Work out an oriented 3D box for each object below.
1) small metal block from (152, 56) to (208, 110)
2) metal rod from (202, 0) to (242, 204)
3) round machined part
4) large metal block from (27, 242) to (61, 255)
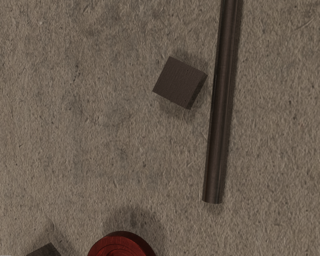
[{"bbox_3d":[0.026,-0.058,0.399,0.050,0.025,0.050,29,99,17],"label":"small metal block"},{"bbox_3d":[0.078,-0.058,0.380,0.025,0.025,0.298,6,92,19],"label":"metal rod"},{"bbox_3d":[-0.046,0.186,0.415,0.098,0.042,0.097,0,90,19],"label":"round machined part"},{"bbox_3d":[-0.177,0.233,0.456,0.080,0.050,0.080,46,104,14],"label":"large metal block"}]
